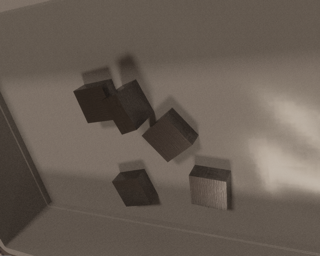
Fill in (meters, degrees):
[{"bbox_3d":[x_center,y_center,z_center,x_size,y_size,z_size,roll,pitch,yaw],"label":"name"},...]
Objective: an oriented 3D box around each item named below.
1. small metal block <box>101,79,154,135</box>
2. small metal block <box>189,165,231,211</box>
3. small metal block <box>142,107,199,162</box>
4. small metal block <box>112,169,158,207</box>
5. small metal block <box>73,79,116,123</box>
[{"bbox_3d":[-0.039,-0.027,0.395,0.025,0.050,0.050,-18,109,35],"label":"small metal block"},{"bbox_3d":[0.069,0.081,0.422,0.050,0.025,0.050,6,121,24],"label":"small metal block"},{"bbox_3d":[0.013,0.010,0.407,0.050,0.025,0.050,46,129,-5],"label":"small metal block"},{"bbox_3d":[-0.039,0.094,0.486,0.050,0.025,0.050,-13,112,33],"label":"small metal block"},{"bbox_3d":[-0.084,-0.037,0.428,0.050,0.025,0.050,-6,116,30],"label":"small metal block"}]
